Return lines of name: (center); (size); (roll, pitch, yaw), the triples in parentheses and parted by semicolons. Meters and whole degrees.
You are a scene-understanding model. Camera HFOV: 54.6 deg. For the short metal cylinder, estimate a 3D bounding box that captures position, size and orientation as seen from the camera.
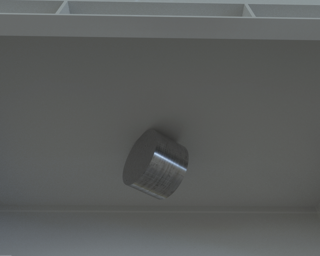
short metal cylinder: (-0.007, 0.049, 0.414); (0.050, 0.080, 0.080); (30, 124, -23)
